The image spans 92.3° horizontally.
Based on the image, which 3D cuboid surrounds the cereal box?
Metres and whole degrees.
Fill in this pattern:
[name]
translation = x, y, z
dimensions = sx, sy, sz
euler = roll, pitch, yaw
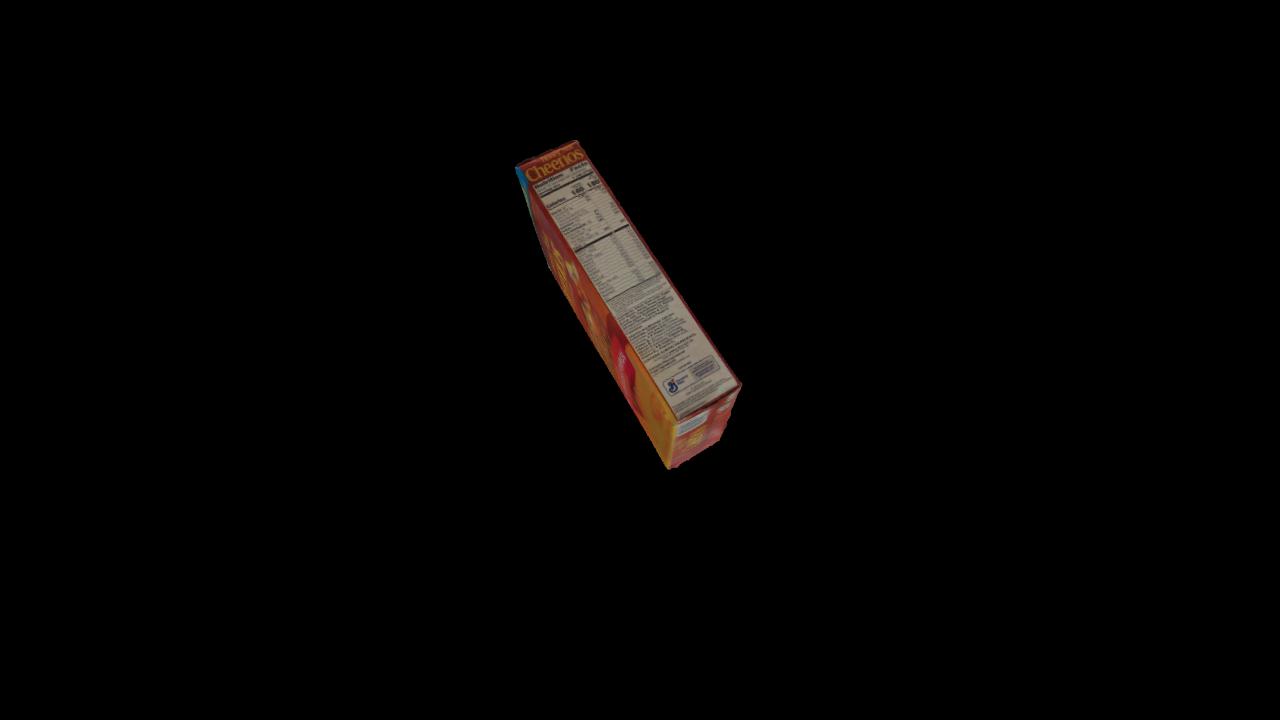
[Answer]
[cereal box]
translation = -0.017, -0.048, 0.646
dimensions = 0.081, 0.306, 0.203
euler = -29, -18, -10
